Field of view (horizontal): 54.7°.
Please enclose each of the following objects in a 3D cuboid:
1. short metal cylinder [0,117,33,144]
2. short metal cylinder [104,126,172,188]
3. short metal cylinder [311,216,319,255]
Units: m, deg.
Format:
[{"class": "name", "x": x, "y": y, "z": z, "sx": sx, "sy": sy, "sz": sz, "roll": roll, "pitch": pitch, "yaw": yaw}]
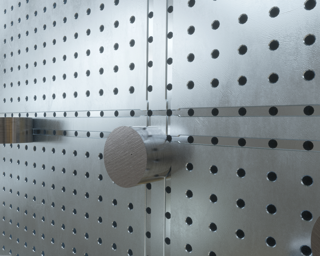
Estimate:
[{"class": "short metal cylinder", "x": -0.298, "y": 0.005, "z": 0.620, "sx": 0.080, "sy": 0.081, "sz": 0.050, "roll": -2, "pitch": 89, "yaw": 40}, {"class": "short metal cylinder", "x": -0.030, "y": 0.037, "z": 0.418, "sx": 0.080, "sy": 0.050, "sz": 0.079, "roll": 0, "pitch": 90, "yaw": 40}, {"class": "short metal cylinder", "x": 0.172, "y": 0.094, "z": 0.251, "sx": 0.080, "sy": 0.050, "sz": 0.079, "roll": 0, "pitch": 90, "yaw": 40}]
